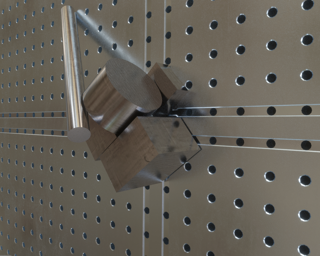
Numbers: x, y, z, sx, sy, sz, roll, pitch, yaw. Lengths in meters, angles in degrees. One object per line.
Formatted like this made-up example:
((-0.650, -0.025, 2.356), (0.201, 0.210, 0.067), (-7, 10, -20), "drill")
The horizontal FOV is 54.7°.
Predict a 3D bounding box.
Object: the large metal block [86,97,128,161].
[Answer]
((-0.059, -0.006, 0.421), (0.050, 0.081, 0.080), (-45, 63, 30), "large metal block")

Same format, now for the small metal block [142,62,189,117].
((0.002, -0.049, 0.407), (0.050, 0.025, 0.050), (-49, 62, 28), "small metal block")

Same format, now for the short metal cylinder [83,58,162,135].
((-0.045, -0.038, 0.375), (0.050, 0.081, 0.080), (-44, 64, 31), "short metal cylinder")

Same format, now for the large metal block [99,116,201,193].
((-0.012, 0.031, 0.379), (0.080, 0.081, 0.050), (-45, 64, 30), "large metal block")

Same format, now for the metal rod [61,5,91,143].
((-0.125, -0.097, 0.442), (0.025, 0.025, 0.300), (-49, 40, 29), "metal rod")
